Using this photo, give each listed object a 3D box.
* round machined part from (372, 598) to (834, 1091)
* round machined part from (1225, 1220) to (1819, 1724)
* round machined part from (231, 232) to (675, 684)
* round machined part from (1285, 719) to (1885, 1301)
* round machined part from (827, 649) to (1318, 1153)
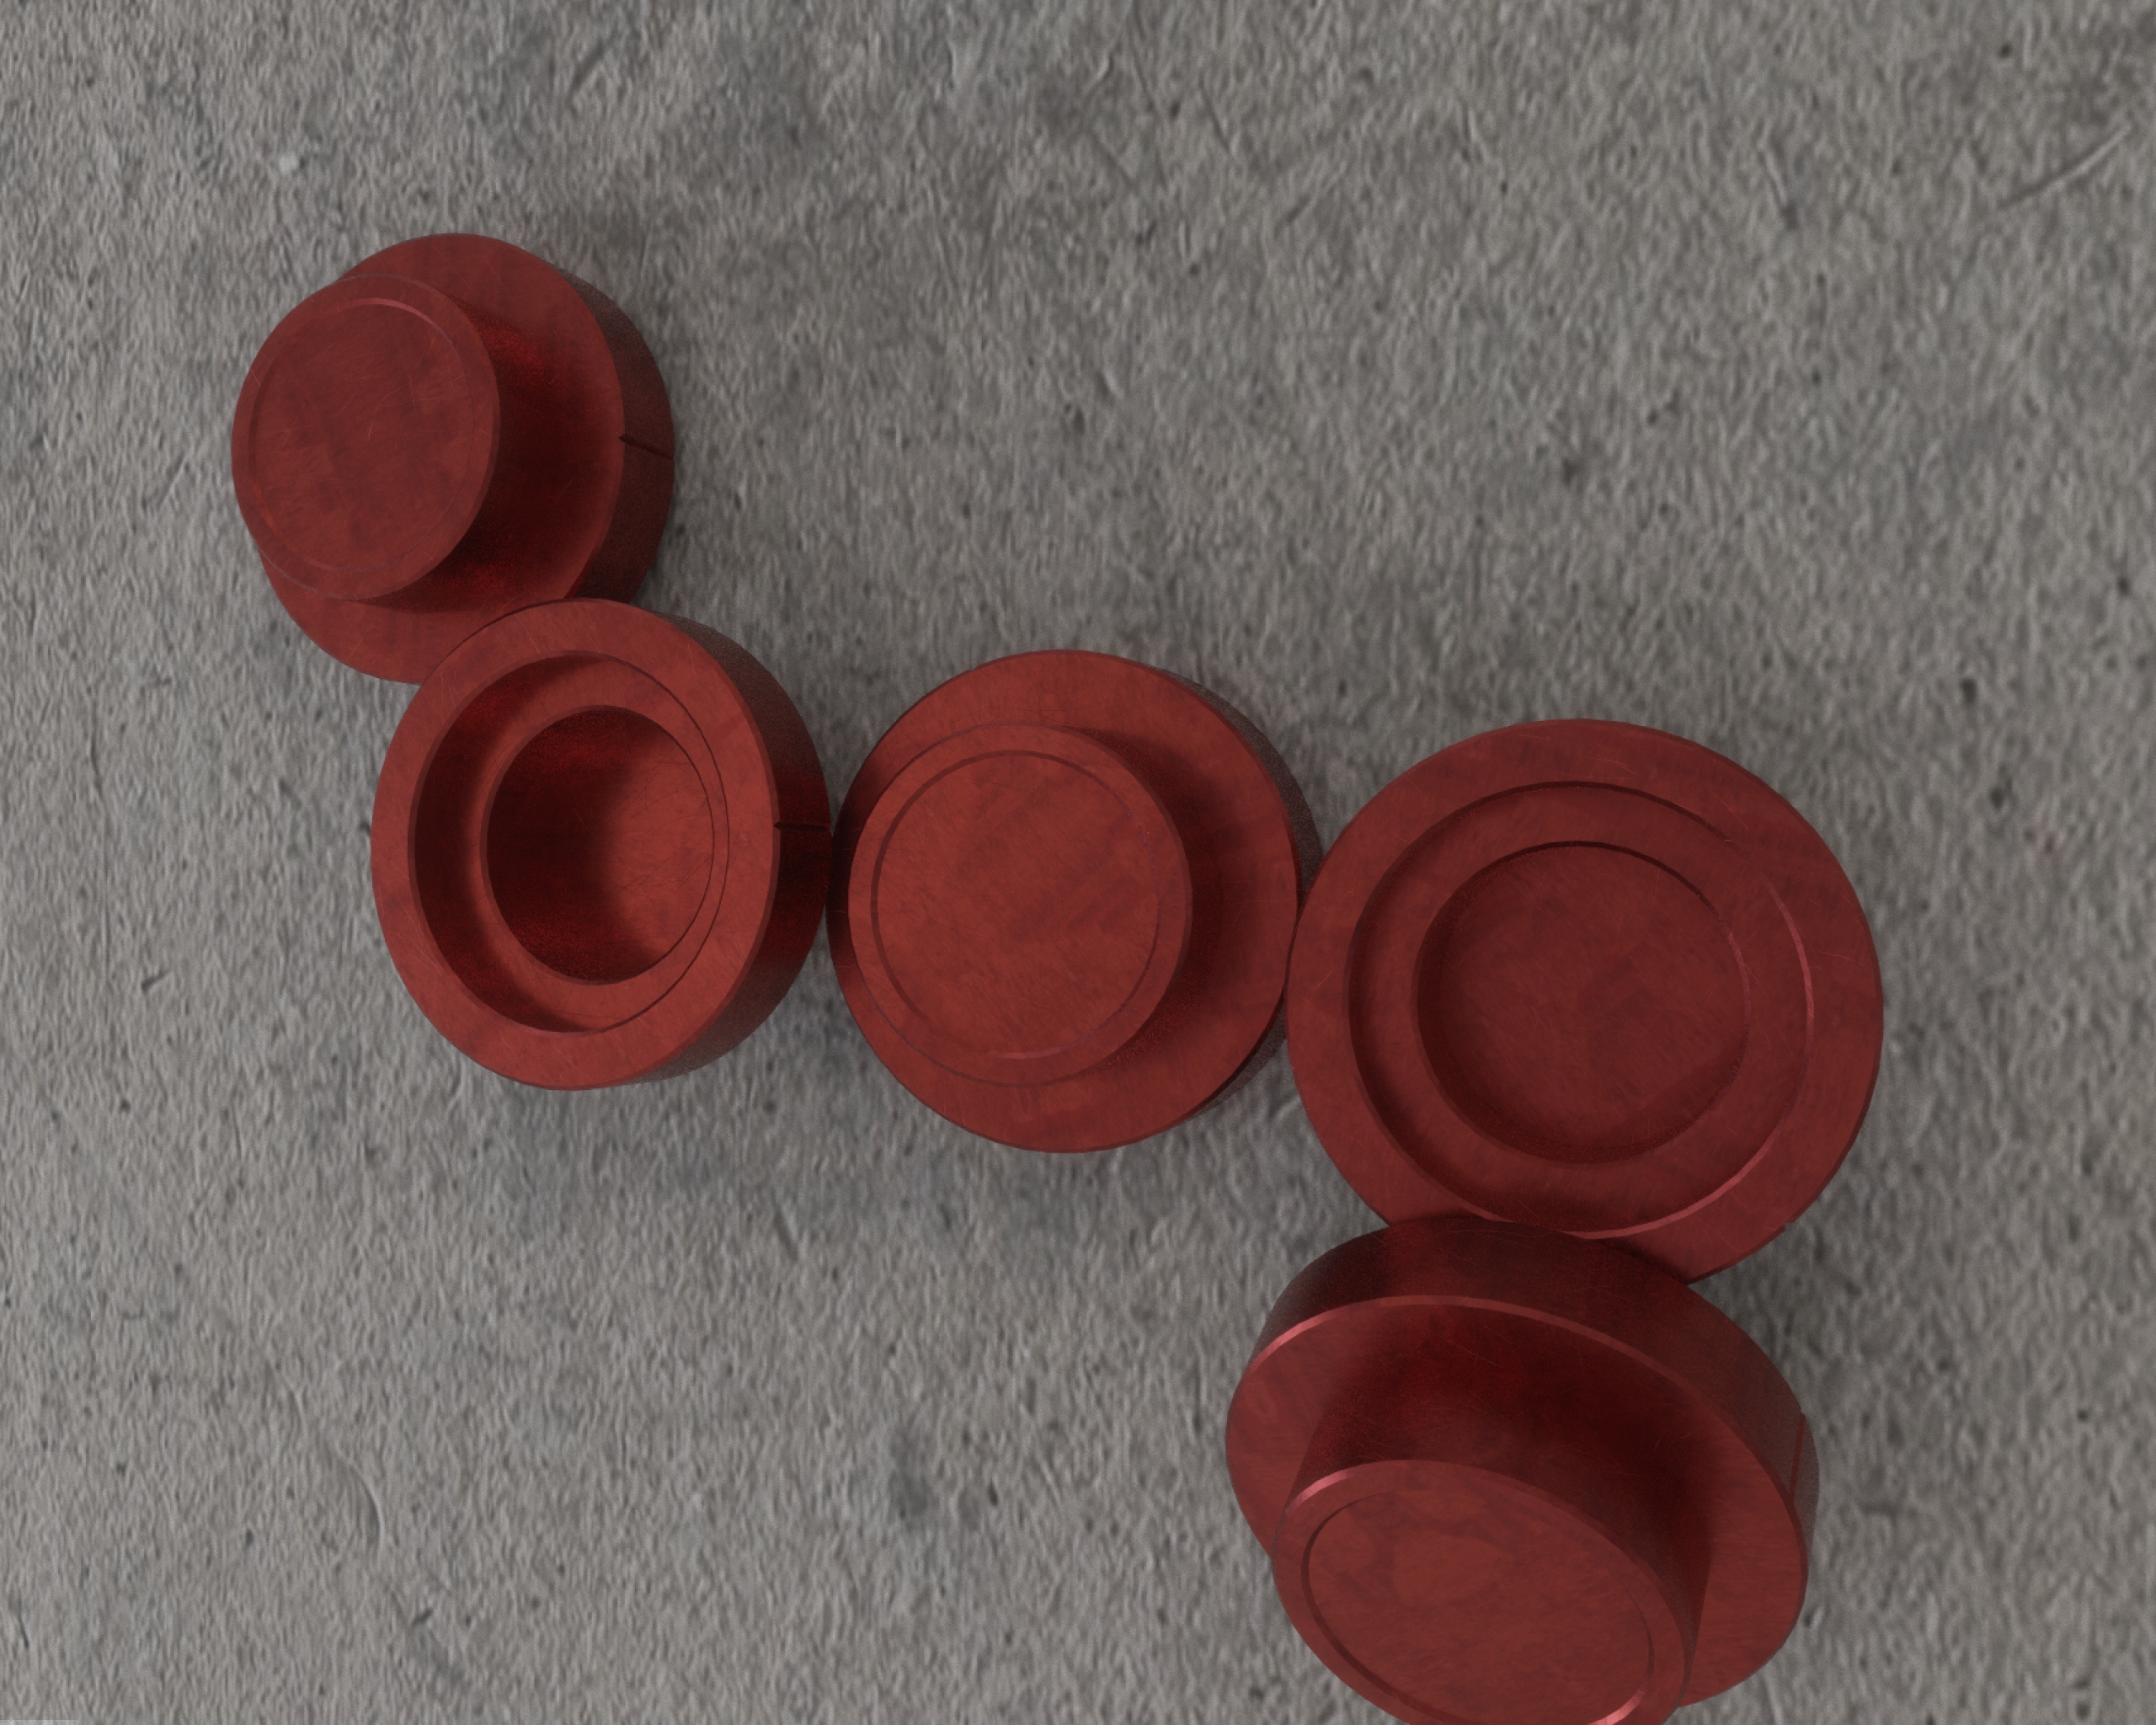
[{"bbox_3d":[-0.093,-0.003,0.430,0.098,0.042,0.097,-1,88,23],"label":"round machined part"},{"bbox_3d":[0.071,0.111,0.352,0.098,0.042,0.097,12,125,18],"label":"round machined part"},{"bbox_3d":[-0.140,-0.087,0.447,0.098,0.042,0.097,-1,88,21],"label":"round machined part"},{"bbox_3d":[0.089,0.025,0.368,0.098,0.042,0.097,0,90,20],"label":"round machined part"},{"bbox_3d":[-0.005,0.007,0.402,0.098,0.042,0.097,0,90,19],"label":"round machined part"}]
